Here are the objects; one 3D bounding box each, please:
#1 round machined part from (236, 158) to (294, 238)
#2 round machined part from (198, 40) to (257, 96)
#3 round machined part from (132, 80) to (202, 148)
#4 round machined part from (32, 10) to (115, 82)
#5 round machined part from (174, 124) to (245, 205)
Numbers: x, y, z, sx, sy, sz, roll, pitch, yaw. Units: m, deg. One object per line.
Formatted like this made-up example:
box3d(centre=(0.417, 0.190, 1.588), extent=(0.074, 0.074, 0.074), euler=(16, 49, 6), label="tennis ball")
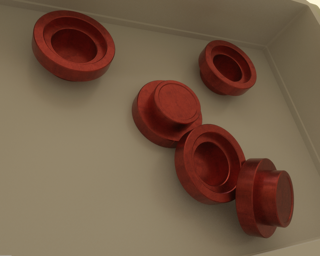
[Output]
box3d(centre=(0.135, 0.087, 0.386), extent=(0.099, 0.042, 0.097), euler=(8, 80, -50), label="round machined part")
box3d(centre=(0.105, -0.093, 0.508), extent=(0.099, 0.042, 0.098), euler=(14, 56, -21), label="round machined part")
box3d(centre=(0.015, -0.025, 0.418), extent=(0.099, 0.042, 0.098), euler=(14, 56, -21), label="round machined part")
box3d(centre=(-0.111, -0.099, 0.395), extent=(0.099, 0.042, 0.098), euler=(14, 56, -21), label="round machined part")
box3d(centre=(0.059, 0.047, 0.390), extent=(0.099, 0.042, 0.098), euler=(13, 64, -28), label="round machined part")
